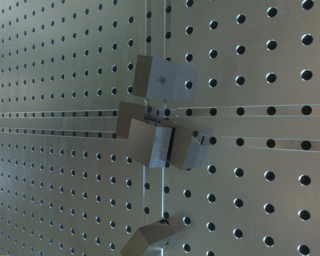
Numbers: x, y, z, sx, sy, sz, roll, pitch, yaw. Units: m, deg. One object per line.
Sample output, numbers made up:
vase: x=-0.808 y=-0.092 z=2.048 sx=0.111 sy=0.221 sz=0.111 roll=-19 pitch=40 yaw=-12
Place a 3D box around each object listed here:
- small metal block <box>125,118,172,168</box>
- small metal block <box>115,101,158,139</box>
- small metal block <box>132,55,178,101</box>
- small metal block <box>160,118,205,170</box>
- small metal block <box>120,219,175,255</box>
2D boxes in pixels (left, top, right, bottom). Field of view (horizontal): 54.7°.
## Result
small metal block: x=-0.015 y=0.018 z=0.388 sx=0.050 sy=0.025 sz=0.050 roll=19 pitch=101 yaw=47
small metal block: x=-0.033 y=-0.010 z=0.435 sx=0.050 sy=0.025 sz=0.050 roll=13 pitch=98 yaw=39
small metal block: x=-0.006 y=-0.063 z=0.396 sx=0.025 sy=0.050 sz=0.050 roll=16 pitch=100 yaw=38
small metal block: x=0.022 y=0.019 z=0.389 sx=0.050 sy=0.025 sz=0.050 roll=24 pitch=105 yaw=37
small metal block: x=-0.016 y=0.150 z=0.405 sx=0.025 sy=0.050 sz=0.050 roll=48 pitch=118 yaw=29
